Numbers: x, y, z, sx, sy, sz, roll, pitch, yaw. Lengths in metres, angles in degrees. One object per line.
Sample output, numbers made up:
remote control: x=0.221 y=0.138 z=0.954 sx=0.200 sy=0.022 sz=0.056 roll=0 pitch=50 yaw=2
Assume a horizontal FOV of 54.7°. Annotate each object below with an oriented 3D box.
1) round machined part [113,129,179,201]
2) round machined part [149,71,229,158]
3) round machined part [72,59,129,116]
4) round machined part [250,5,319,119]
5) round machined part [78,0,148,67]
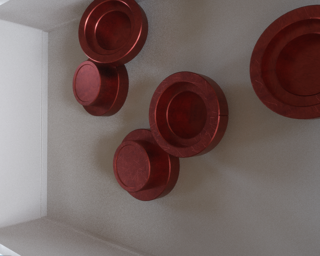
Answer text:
round machined part: x=-0.025 y=0.050 z=0.417 sx=0.098 sy=0.042 sz=0.097 roll=0 pitch=90 yaw=40
round machined part: x=0.037 y=-0.015 z=0.365 sx=0.098 sy=0.042 sz=0.097 roll=0 pitch=90 yaw=40
round machined part: x=-0.097 y=-0.067 z=0.476 sx=0.098 sy=0.042 sz=0.097 roll=0 pitch=90 yaw=40
round machined part: x=0.137 y=-0.056 z=0.282 sx=0.098 sy=0.042 sz=0.097 roll=0 pitch=90 yaw=40
round machined part: x=-0.061 y=-0.133 z=0.434 sx=0.098 sy=0.042 sz=0.097 roll=-2 pitch=85 yaw=21
